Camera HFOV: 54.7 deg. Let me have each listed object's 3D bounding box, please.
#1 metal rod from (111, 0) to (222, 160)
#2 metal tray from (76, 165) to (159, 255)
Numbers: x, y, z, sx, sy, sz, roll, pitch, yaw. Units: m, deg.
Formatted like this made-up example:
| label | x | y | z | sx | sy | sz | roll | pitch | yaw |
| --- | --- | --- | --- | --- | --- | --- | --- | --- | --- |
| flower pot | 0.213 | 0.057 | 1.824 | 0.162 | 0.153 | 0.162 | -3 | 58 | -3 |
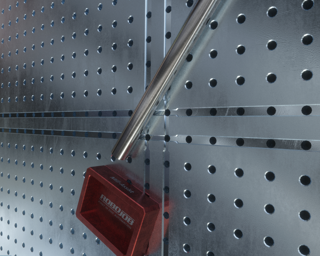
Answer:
| label | x | y | z | sx | sy | sz | roll | pitch | yaw |
| --- | --- | --- | --- | --- | --- | --- | --- | --- | --- |
| metal rod | 0.012 | -0.077 | 0.397 | 0.025 | 0.025 | 0.298 | 46 | 117 | 30 |
| metal tray | -0.068 | 0.123 | 0.459 | 0.130 | 0.030 | 0.089 | 27 | 107 | 36 |
